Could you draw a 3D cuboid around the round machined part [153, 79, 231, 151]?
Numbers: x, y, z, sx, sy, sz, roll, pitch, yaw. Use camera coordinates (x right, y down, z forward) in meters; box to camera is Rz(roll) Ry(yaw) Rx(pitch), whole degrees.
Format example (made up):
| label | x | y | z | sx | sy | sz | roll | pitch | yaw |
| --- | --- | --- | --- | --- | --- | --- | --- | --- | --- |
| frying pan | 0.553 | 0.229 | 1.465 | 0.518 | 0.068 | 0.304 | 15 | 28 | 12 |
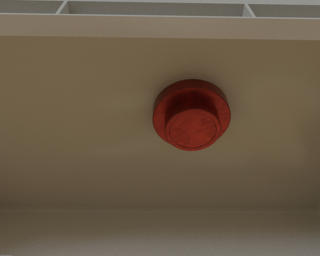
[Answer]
| label | x | y | z | sx | sy | sz | roll | pitch | yaw |
| --- | --- | --- | --- | --- | --- | --- | --- | --- | --- |
| round machined part | 0.040 | -0.009 | 0.391 | 0.099 | 0.042 | 0.097 | 0 | 130 | 0 |
